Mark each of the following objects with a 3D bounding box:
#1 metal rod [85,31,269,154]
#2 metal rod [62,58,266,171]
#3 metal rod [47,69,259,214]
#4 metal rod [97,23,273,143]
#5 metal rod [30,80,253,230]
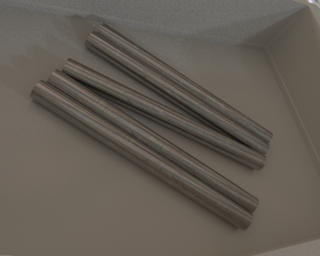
[{"bbox_3d":[0.030,-0.045,0.447,0.301,0.025,0.025,32,52,-8],"label":"metal rod"},{"bbox_3d":[0.014,-0.013,0.419,0.301,0.025,0.025,26,53,-12],"label":"metal rod"},{"bbox_3d":[-0.004,0.021,0.389,0.301,0.025,0.025,33,51,-7],"label":"metal rod"},{"bbox_3d":[0.041,-0.061,0.463,0.301,0.025,0.025,32,52,-8],"label":"metal rod"},{"bbox_3d":[-0.016,0.036,0.373,0.301,0.025,0.025,33,51,-7],"label":"metal rod"}]
